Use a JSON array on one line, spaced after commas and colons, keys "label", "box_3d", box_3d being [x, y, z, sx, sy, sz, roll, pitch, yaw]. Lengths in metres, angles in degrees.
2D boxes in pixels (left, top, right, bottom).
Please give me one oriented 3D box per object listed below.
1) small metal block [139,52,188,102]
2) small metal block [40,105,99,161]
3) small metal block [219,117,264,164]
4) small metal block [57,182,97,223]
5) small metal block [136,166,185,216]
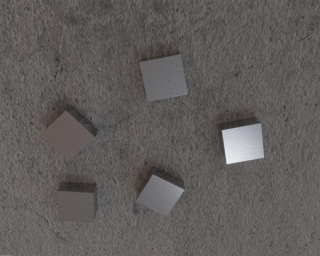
[{"label": "small metal block", "box_3d": [0.005, -0.064, 0.386, 0.050, 0.025, 0.050, -10, 110, 3]}, {"label": "small metal block", "box_3d": [-0.119, 0.006, 0.411, 0.050, 0.025, 0.050, -41, 105, 13]}, {"label": "small metal block", "box_3d": [0.109, 0.017, 0.417, 0.050, 0.025, 0.050, -11, 110, 3]}, {"label": "small metal block", "box_3d": [-0.119, 0.107, 0.448, 0.050, 0.025, 0.050, 4, 110, -2]}, {"label": "small metal block", "box_3d": [0.000, 0.090, 0.443, 0.050, 0.025, 0.050, 28, 108, -10]}]
